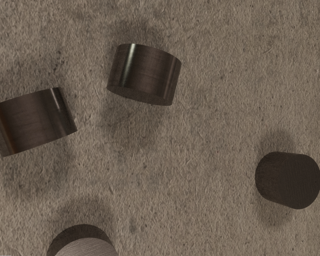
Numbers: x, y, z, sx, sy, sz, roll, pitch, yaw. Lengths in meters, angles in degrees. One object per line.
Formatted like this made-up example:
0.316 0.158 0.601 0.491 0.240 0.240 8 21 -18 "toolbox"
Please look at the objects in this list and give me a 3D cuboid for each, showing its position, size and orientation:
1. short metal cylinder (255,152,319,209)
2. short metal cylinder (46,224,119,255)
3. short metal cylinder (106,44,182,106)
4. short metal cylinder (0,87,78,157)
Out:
0.193 0.077 0.469 0.081 0.050 0.079 0 90 -21 "short metal cylinder"
-0.091 0.160 0.363 0.081 0.050 0.079 0 90 -20 "short metal cylinder"
-0.019 -0.062 0.374 0.081 0.080 0.050 15 85 -20 "short metal cylinder"
-0.136 -0.007 0.330 0.081 0.080 0.050 -21 98 -19 "short metal cylinder"
